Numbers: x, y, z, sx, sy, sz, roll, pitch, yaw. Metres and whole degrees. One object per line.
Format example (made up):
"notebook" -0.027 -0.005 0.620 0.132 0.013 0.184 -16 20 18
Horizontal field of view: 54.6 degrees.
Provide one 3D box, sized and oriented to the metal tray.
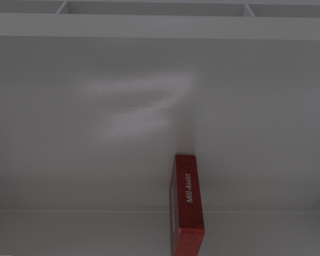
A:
"metal tray" 0.034 0.112 0.436 0.030 0.130 0.089 4 130 -3
